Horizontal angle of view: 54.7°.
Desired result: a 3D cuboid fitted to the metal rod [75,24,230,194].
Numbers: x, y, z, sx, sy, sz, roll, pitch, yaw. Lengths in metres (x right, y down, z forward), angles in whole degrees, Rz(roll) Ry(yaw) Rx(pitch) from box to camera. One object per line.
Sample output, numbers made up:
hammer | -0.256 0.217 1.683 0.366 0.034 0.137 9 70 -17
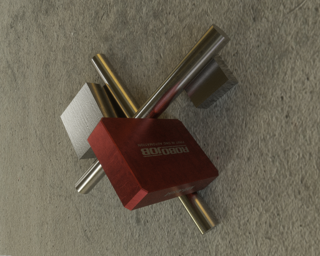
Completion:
metal rod | -0.026 -0.005 0.393 0.299 0.025 0.025 -46 63 29

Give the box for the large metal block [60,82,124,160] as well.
large metal block | -0.095 -0.010 0.465 0.080 0.050 0.080 -44 64 31

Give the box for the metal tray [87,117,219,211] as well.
metal tray | -0.002 0.032 0.337 0.030 0.131 0.090 -50 60 29

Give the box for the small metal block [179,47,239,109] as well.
small metal block | 0.054 -0.057 0.360 0.050 0.025 0.050 -43 65 31

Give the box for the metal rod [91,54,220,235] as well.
metal rod | -0.018 0.005 0.420 0.025 0.025 0.299 -49 61 28
